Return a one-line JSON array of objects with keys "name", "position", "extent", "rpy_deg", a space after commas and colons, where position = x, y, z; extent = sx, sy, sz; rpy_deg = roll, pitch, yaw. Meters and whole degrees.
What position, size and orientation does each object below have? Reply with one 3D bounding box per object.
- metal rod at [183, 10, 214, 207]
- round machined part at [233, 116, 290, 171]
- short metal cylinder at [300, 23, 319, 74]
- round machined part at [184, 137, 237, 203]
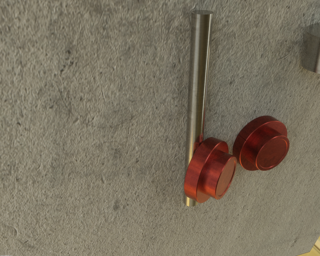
[{"name": "metal rod", "position": [0.050, -0.006, 0.432], "extent": [0.025, 0.025, 0.298], "rpy_deg": [-14, 125, -21]}, {"name": "round machined part", "position": [0.173, 0.032, 0.513], "extent": [0.099, 0.042, 0.097], "rpy_deg": [-14, 125, -21]}, {"name": "short metal cylinder", "position": [0.246, -0.114, 0.438], "extent": [0.081, 0.080, 0.050], "rpy_deg": [-18, 126, -18]}, {"name": "round machined part", "position": [0.079, 0.066, 0.456], "extent": [0.099, 0.042, 0.097], "rpy_deg": [-36, 136, -43]}]
